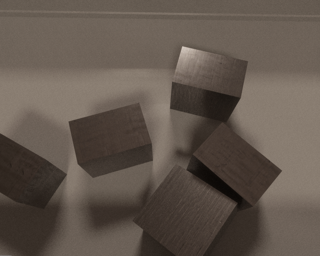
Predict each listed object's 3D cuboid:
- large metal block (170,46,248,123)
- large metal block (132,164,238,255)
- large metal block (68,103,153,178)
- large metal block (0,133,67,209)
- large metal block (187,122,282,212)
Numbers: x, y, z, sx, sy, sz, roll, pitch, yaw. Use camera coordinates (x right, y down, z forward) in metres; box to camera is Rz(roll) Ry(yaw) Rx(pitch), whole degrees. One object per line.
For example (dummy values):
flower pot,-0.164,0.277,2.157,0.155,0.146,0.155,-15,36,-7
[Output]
large metal block,0.059,-0.053,0.401,0.080,0.080,0.050,14,71,5
large metal block,0.031,0.101,0.350,0.080,0.050,0.080,31,72,25
large metal block,-0.055,0.018,0.373,0.081,0.080,0.050,-16,71,-6
large metal block,-0.167,0.049,0.361,0.080,0.080,0.050,28,72,9
large metal block,0.081,0.050,0.363,0.080,0.080,0.050,41,75,13
